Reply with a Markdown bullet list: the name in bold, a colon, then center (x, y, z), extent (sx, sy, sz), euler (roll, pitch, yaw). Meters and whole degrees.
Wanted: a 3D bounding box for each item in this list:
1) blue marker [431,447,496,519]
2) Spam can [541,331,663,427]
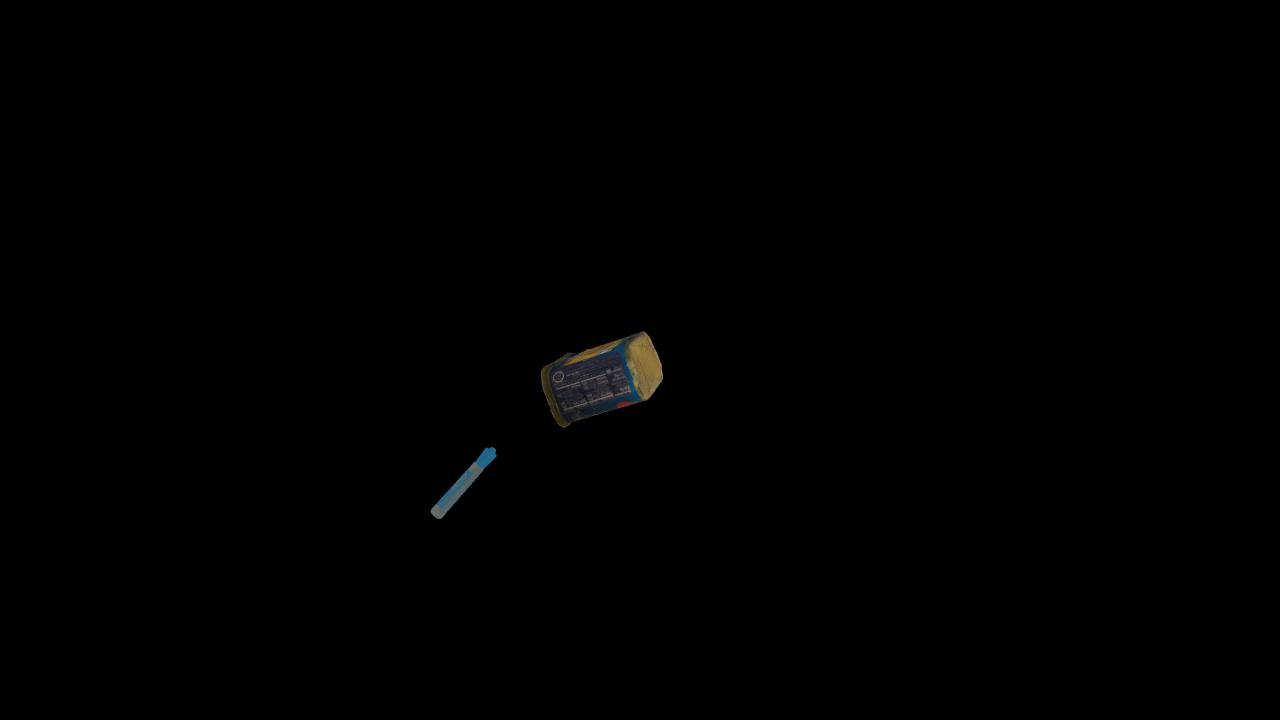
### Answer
- **blue marker**: center (-0.236, 0.165, 0.830), extent (0.020, 0.121, 0.020), euler (42, 4, -3)
- **Spam can**: center (-0.031, 0.014, 0.568), extent (0.085, 0.058, 0.101), euler (-18, 8, 15)
